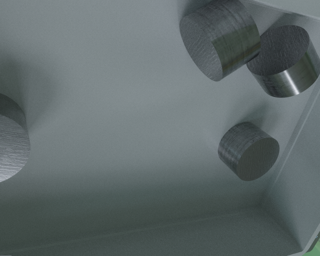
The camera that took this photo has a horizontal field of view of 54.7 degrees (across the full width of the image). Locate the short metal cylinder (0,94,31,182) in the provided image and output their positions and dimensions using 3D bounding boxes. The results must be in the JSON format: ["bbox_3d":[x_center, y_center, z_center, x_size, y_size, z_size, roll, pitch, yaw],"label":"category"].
[{"bbox_3d":[-0.173,0.009,0.304,0.081,0.050,0.079,-14,124,-21],"label":"short metal cylinder"}]

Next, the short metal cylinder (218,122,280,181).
[{"bbox_3d":[0.140,0.037,0.492,0.081,0.050,0.079,-14,124,-21],"label":"short metal cylinder"}]

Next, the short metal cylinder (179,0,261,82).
[{"bbox_3d":[0.066,-0.099,0.347,0.050,0.080,0.080,-34,129,-6],"label":"short metal cylinder"}]

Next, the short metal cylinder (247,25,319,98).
[{"bbox_3d":[0.162,-0.087,0.407,0.080,0.080,0.050,-47,129,5],"label":"short metal cylinder"}]
